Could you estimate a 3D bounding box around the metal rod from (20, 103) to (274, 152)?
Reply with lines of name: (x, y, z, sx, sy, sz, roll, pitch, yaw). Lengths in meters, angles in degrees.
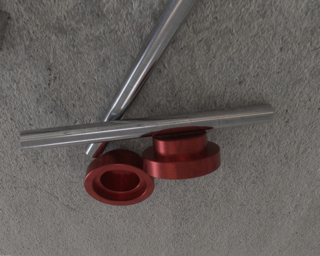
metal rod: (-0.011, -0.002, 0.379, 0.302, 0.025, 0.025, -7, 130, -5)

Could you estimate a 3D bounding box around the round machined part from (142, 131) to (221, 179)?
round machined part: (0.026, 0.027, 0.391, 0.099, 0.098, 0.042, -5, 102, 4)

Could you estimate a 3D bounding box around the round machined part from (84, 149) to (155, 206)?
round machined part: (-0.058, 0.069, 0.452, 0.099, 0.042, 0.097, -1, 133, -1)

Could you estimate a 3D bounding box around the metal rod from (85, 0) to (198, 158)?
metal rod: (-0.020, -0.067, 0.349, 0.025, 0.025, 0.298, 23, 126, -19)

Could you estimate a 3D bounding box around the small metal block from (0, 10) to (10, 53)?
small metal block: (-0.190, -0.103, 0.318, 0.050, 0.025, 0.050, 23, 126, -19)
